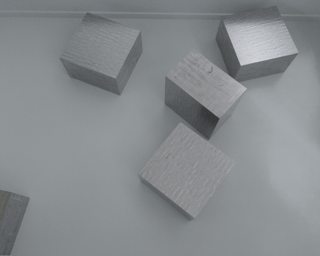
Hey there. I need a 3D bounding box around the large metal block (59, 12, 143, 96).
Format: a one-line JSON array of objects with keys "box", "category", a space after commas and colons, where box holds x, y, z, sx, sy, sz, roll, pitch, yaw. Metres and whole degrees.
[{"box": [-0.078, -0.103, 0.433, 0.080, 0.050, 0.080, 21, 71, 7], "category": "large metal block"}]

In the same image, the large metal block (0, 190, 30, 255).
[{"box": [-0.211, 0.109, 0.355, 0.080, 0.050, 0.080, 11, 70, 4], "category": "large metal block"}]

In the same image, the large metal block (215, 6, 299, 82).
[{"box": [0.134, -0.118, 0.440, 0.081, 0.050, 0.080, -13, 71, -5], "category": "large metal block"}]

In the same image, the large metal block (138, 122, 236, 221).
[{"box": [0.031, 0.054, 0.377, 0.080, 0.050, 0.080, 37, 74, 12], "category": "large metal block"}]

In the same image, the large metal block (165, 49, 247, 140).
[{"box": [0.053, -0.039, 0.395, 0.080, 0.080, 0.050, 40, 75, 13], "category": "large metal block"}]
